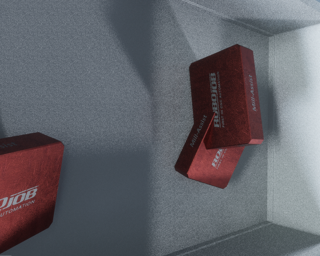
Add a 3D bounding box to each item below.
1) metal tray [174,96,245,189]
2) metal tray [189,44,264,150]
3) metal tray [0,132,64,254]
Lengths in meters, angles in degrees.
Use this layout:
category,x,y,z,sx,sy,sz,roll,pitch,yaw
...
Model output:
category,x,y,z,sx,sy,sz,roll,pitch,yaw
metal tray,0.086,0.018,0.456,0.090,0.030,0.129,24,91,-38
metal tray,0.087,-0.037,0.426,0.030,0.090,0.129,4,78,-42
metal tray,-0.137,0.058,0.240,0.131,0.030,0.089,-16,121,-63
